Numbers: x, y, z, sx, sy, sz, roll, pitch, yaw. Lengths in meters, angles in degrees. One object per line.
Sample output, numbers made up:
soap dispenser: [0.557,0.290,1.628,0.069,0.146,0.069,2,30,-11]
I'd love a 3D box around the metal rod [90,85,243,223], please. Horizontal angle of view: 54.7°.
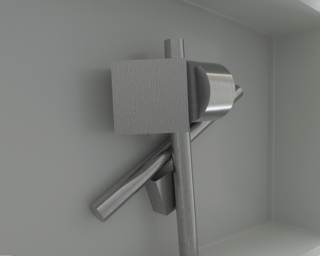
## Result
metal rod: [0.028,0.018,0.430,0.302,0.025,0.025,-39,114,-33]

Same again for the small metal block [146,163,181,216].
small metal block: [0.012,0.081,0.417,0.050,0.025,0.050,-27,107,-37]

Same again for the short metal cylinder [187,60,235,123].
short metal cylinder: [0.052,-0.048,0.414,0.050,0.080,0.079,-6,94,-42]

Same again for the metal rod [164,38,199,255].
metal rod: [0.028,0.038,0.397,0.025,0.025,0.298,-6,93,-40]

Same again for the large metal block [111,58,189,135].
large metal block: [-0.010,-0.035,0.356,0.081,0.050,0.079,-3,92,0]
